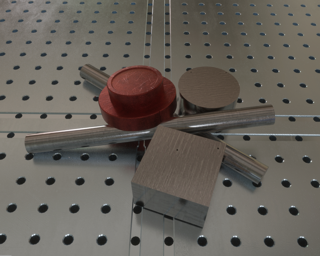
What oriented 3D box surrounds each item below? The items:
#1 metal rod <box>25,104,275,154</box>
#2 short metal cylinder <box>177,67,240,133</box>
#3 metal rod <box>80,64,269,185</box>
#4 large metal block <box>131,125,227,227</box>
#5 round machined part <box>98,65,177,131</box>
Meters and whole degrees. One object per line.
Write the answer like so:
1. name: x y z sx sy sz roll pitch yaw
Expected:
1. metal rod: -0.014 0.002 0.382 0.302 0.025 0.025 -7 50 3
2. short metal cylinder: 0.064 -0.039 0.424 0.081 0.050 0.080 0 50 0
3. metal rod: 0.003 -0.016 0.421 0.300 0.025 0.025 31 57 23
4. large metal block: 0.022 0.052 0.345 0.080 0.050 0.080 16 52 12
5. round machined part: -0.029 -0.044 0.389 0.099 0.042 0.098 -4 41 4
